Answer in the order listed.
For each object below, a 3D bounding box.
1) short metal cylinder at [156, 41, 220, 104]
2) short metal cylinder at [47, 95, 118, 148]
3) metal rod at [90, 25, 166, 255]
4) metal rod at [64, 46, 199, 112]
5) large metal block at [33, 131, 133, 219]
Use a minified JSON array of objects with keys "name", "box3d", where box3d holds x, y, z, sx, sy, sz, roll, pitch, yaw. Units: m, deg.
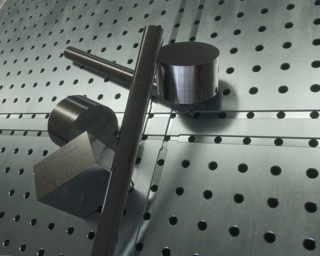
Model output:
[{"name":"short metal cylinder","box3d":[0.035,-0.073,0.397,0.080,0.050,0.080,-3,35,2]},{"name":"short metal cylinder","box3d":[-0.105,-0.001,0.429,0.050,0.080,0.080,24,75,36]},{"name":"metal rod","box3d":[-0.039,0.030,0.352,0.025,0.025,0.299,10,85,32]},{"name":"metal rod","box3d":[-0.063,-0.087,0.495,0.300,0.025,0.025,27,77,37]},{"name":"large metal block","box3d":[-0.094,0.061,0.384,0.080,0.080,0.050,-33,50,8]}]
